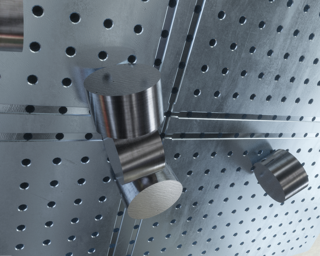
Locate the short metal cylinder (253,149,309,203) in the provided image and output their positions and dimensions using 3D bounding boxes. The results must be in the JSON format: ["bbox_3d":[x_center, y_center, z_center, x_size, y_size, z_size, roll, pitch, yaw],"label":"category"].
[{"bbox_3d":[0.211,0.084,0.546,0.050,0.080,0.080,-29,129,-11],"label":"short metal cylinder"}]

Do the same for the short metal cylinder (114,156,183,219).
[{"bbox_3d":[-0.016,0.080,0.427,0.081,0.050,0.080,-19,139,-17],"label":"short metal cylinder"}]

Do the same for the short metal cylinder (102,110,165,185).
[{"bbox_3d":[-0.034,0.022,0.372,0.050,0.080,0.079,-18,126,-18],"label":"short metal cylinder"}]

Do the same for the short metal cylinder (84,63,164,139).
[{"bbox_3d":[-0.037,-0.032,0.337,0.081,0.080,0.050,-18,126,-19],"label":"short metal cylinder"}]

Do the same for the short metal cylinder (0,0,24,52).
[{"bbox_3d":[-0.136,-0.101,0.239,0.050,0.080,0.079,-4,120,-27],"label":"short metal cylinder"}]
